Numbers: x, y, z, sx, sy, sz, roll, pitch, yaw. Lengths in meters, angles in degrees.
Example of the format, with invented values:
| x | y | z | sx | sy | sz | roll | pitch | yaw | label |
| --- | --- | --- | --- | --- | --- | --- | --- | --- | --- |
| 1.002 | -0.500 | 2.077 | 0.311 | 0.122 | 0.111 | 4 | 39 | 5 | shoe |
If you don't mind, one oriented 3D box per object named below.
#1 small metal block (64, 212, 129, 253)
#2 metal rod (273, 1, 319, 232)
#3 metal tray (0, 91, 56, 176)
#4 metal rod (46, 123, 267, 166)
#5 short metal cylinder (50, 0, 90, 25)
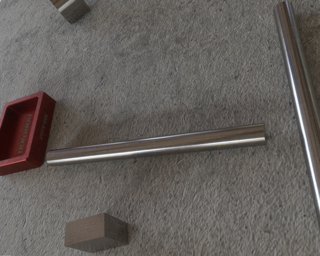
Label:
| x | y | z | sx | sy | sz | roll | pitch | yaw | label |
| --- | --- | --- | --- | --- | --- | --- | --- | --- | --- |
| -0.070 | 0.120 | 0.350 | 0.050 | 0.050 | 0.025 | -19 | 55 | 17 | small metal block |
| 0.158 | -0.030 | 0.338 | 0.025 | 0.025 | 0.299 | -11 | 57 | 22 | metal rod |
| -0.228 | 0.008 | 0.512 | 0.090 | 0.030 | 0.130 | -14 | 56 | 20 | metal tray |
| -0.022 | 0.025 | 0.398 | 0.301 | 0.025 | 0.025 | -8 | 58 | 23 | metal rod |
| -0.186 | -0.256 | 0.620 | 0.050 | 0.080 | 0.080 | -39 | 51 | 2 | short metal cylinder |
